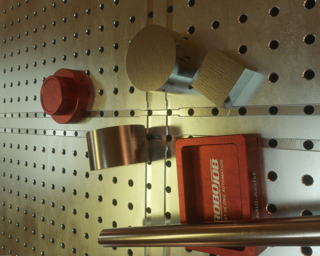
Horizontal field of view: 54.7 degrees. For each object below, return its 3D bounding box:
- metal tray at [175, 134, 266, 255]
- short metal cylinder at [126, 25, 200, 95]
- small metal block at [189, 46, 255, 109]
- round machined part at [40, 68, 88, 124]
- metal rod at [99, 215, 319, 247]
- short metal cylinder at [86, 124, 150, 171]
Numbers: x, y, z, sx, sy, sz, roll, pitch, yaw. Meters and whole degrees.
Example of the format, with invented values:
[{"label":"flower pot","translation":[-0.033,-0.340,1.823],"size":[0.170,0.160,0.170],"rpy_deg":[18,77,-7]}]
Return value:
[{"label":"metal tray","translation":[0.065,0.074,0.351],"size":[0.090,0.030,0.129],"rpy_deg":[-6,86,39]},{"label":"short metal cylinder","translation":[0.003,-0.083,0.390],"size":[0.080,0.050,0.079],"rpy_deg":[0,90,40]},{"label":"small metal block","translation":[0.070,-0.057,0.352],"size":[0.050,0.025,0.050],"rpy_deg":[44,116,31]},{"label":"round machined part","translation":[-0.173,-0.056,0.541],"size":[0.098,0.042,0.097],"rpy_deg":[0,90,40]},{"label":"metal rod","translation":[0.037,0.117,0.338],"size":[0.299,0.025,0.025],"rpy_deg":[-18,79,38]},{"label":"short metal cylinder","translation":[-0.057,0.028,0.420],"size":[0.080,0.081,0.050],"rpy_deg":[-15,81,39]}]
